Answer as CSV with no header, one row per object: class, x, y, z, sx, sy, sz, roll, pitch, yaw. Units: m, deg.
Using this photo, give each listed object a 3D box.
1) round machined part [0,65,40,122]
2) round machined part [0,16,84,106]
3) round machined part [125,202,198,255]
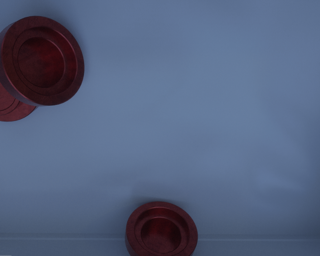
round machined part,-0.196,-0.053,0.380,0.099,0.042,0.097,0,110,-1
round machined part,-0.140,-0.073,0.354,0.042,0.099,0.097,0,116,40
round machined part,0.000,0.155,0.432,0.099,0.098,0.042,8,127,-4
